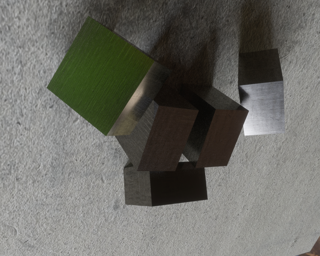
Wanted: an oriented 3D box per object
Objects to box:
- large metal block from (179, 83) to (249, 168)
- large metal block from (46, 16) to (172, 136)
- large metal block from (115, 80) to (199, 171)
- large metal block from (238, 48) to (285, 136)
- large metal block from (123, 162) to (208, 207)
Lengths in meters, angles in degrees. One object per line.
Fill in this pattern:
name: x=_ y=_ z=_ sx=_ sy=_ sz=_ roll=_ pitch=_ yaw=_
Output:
large metal block: x=0.058 y=-0.005 z=0.403 sx=0.050 sy=0.080 sz=0.079 roll=1 pitch=118 yaw=-29
large metal block: x=-0.049 y=-0.048 z=0.306 sx=0.080 sy=0.080 sz=0.050 roll=-56 pitch=164 yaw=11
large metal block: x=-0.009 y=-0.005 z=0.367 sx=0.050 sy=0.080 sz=0.079 roll=5 pitch=116 yaw=-31
large metal block: x=0.134 y=-0.048 z=0.411 sx=0.050 sy=0.080 sz=0.080 roll=-5 pitch=129 yaw=18
large metal block: x=0.005 y=0.074 z=0.415 sx=0.081 sy=0.080 sz=0.050 roll=1 pitch=79 yaw=-29
